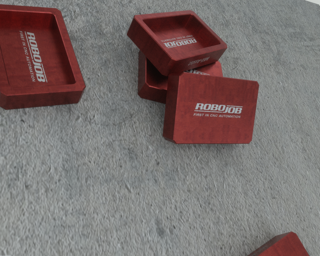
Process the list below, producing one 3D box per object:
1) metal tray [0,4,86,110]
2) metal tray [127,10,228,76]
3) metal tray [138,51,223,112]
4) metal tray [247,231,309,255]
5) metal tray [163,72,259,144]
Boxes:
[{"bbox_3d":[-0.152,-0.088,0.371,0.091,0.030,0.130,-9,66,-32],"label":"metal tray"},{"bbox_3d":[0.028,-0.129,0.453,0.131,0.030,0.090,-25,68,-42],"label":"metal tray"},{"bbox_3d":[0.034,-0.075,0.464,0.131,0.030,0.090,12,57,-22],"label":"metal tray"},{"bbox_3d":[0.132,0.189,0.356,0.131,0.030,0.090,-15,70,-34],"label":"metal tray"},{"bbox_3d":[0.072,-0.025,0.423,0.131,0.030,0.089,1,98,-28],"label":"metal tray"}]
